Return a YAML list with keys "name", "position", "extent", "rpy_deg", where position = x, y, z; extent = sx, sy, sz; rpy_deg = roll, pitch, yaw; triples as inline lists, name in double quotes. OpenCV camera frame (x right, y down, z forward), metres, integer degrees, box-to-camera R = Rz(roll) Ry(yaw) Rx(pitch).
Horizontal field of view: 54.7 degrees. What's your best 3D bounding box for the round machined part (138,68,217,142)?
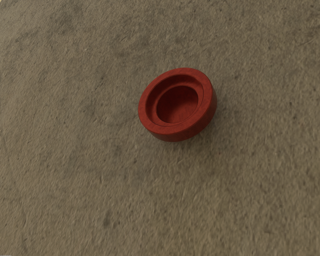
- name: "round machined part"
  position: [0.025, -0.025, 0.394]
  extent: [0.098, 0.042, 0.098]
  rpy_deg: [-13, 56, 20]
